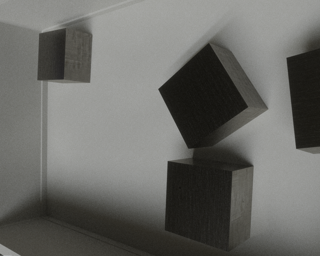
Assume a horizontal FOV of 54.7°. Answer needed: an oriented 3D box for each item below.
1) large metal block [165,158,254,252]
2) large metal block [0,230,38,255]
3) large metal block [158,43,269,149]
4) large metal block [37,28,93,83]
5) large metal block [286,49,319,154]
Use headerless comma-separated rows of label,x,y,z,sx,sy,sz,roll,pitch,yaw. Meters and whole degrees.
large metal block,0.054,0.079,0.346,0.080,0.050,0.079,4,93,40
large metal block,-0.312,0.263,0.631,0.080,0.081,0.050,30,109,36
large metal block,0.056,-0.033,0.344,0.080,0.050,0.080,-39,66,33
large metal block,-0.162,-0.118,0.524,0.080,0.050,0.079,6,94,40
large metal block,0.157,-0.024,0.253,0.080,0.050,0.080,-11,74,39
